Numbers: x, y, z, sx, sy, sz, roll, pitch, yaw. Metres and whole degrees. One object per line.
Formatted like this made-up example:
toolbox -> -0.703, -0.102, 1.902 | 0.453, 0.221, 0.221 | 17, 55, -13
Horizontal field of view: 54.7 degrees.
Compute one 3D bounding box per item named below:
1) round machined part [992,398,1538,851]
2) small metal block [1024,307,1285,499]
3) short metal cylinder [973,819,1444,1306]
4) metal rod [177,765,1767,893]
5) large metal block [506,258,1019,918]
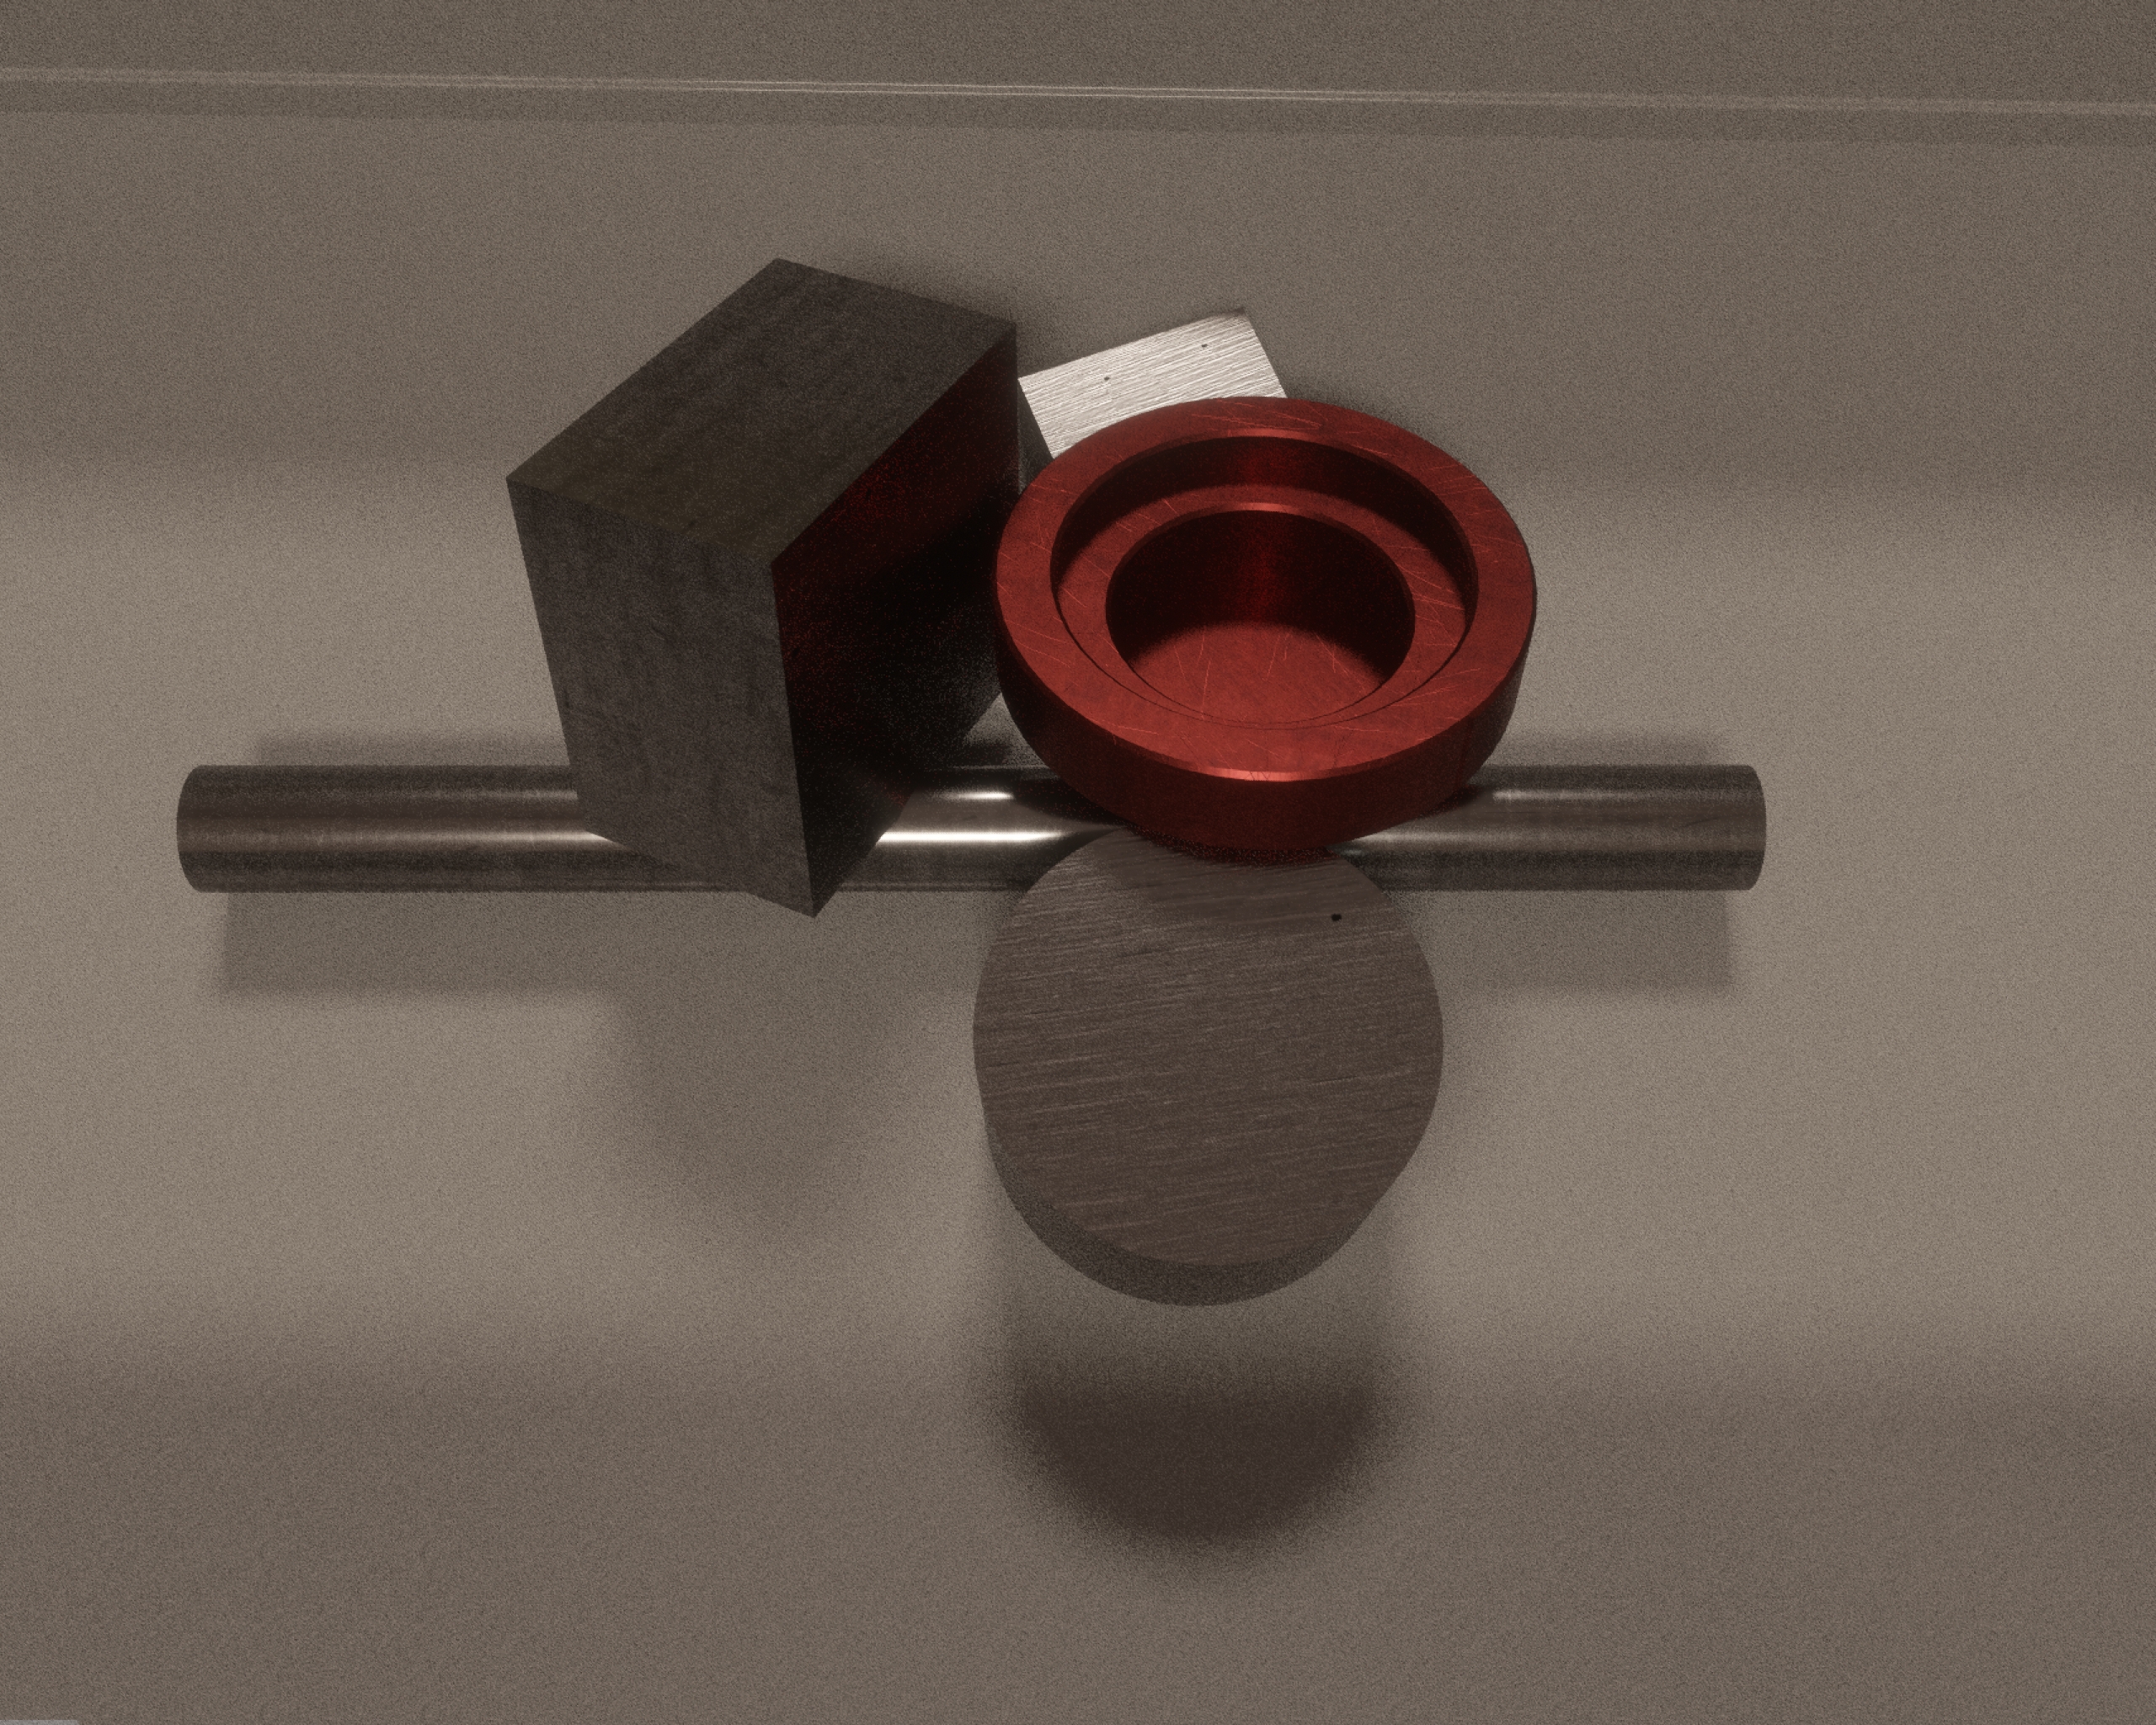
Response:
round machined part -> 0.034, -0.040, 0.394 | 0.099, 0.042, 0.098 | 0, 52, 0
small metal block -> 0.020, -0.083, 0.439 | 0.050, 0.025, 0.050 | -20, 71, -8
short metal cylinder -> 0.022, 0.037, 0.380 | 0.081, 0.050, 0.080 | 0, 70, 0
metal rod -> -0.019, -0.007, 0.409 | 0.302, 0.025, 0.025 | 0, 70, -1
large metal block -> -0.052, -0.051, 0.381 | 0.050, 0.079, 0.080 | 20, 48, 18
